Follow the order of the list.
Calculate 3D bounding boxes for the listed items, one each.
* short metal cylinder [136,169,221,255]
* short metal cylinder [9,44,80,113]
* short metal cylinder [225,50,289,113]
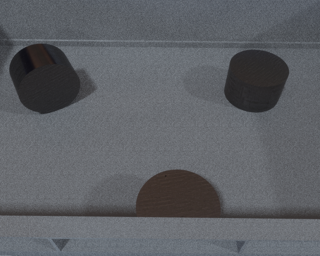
[{"bbox_3d":[0.017,0.089,0.314,0.080,0.050,0.080,0,50,0],"label":"short metal cylinder"},{"bbox_3d":[-0.157,-0.067,0.425,0.081,0.080,0.050,-23,54,-18],"label":"short metal cylinder"},{"bbox_3d":[0.137,-0.068,0.447,0.080,0.050,0.080,0,50,0],"label":"short metal cylinder"}]
